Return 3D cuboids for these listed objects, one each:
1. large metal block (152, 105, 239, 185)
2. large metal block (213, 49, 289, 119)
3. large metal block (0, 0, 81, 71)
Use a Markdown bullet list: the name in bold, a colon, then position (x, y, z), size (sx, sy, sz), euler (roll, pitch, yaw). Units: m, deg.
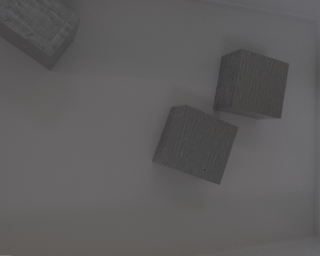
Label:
- **large metal block**: position (0.046, 0.022, 0.414), size (0.080, 0.050, 0.080), euler (22, 83, -19)
- **large metal block**: position (0.130, -0.059, 0.445), size (0.081, 0.050, 0.080), euler (11, 86, -20)
- **large metal block**: position (-0.137, -0.112, 0.330), size (0.080, 0.080, 0.050), euler (36, 79, -17)
